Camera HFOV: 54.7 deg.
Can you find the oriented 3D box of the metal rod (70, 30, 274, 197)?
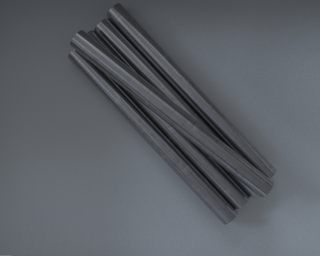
[{"bbox_3d":[0.015,-0.017,0.384,0.300,0.025,0.025,39,90,0],"label":"metal rod"}]

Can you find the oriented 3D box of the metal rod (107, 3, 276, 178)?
[{"bbox_3d":[0.042,-0.046,0.410,0.025,0.025,0.300,-43,90,0],"label":"metal rod"}]

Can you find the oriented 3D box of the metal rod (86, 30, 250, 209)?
[{"bbox_3d":[0.006,-0.011,0.410,0.025,0.025,0.300,-43,90,0],"label":"metal rod"}]

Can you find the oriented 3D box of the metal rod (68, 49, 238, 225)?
[{"bbox_3d":[-0.009,0.009,0.410,0.025,0.025,0.300,-43,90,0],"label":"metal rod"}]

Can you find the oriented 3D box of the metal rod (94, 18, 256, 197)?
[{"bbox_3d":[0.025,-0.026,0.410,0.025,0.025,0.300,-43,90,0],"label":"metal rod"}]
